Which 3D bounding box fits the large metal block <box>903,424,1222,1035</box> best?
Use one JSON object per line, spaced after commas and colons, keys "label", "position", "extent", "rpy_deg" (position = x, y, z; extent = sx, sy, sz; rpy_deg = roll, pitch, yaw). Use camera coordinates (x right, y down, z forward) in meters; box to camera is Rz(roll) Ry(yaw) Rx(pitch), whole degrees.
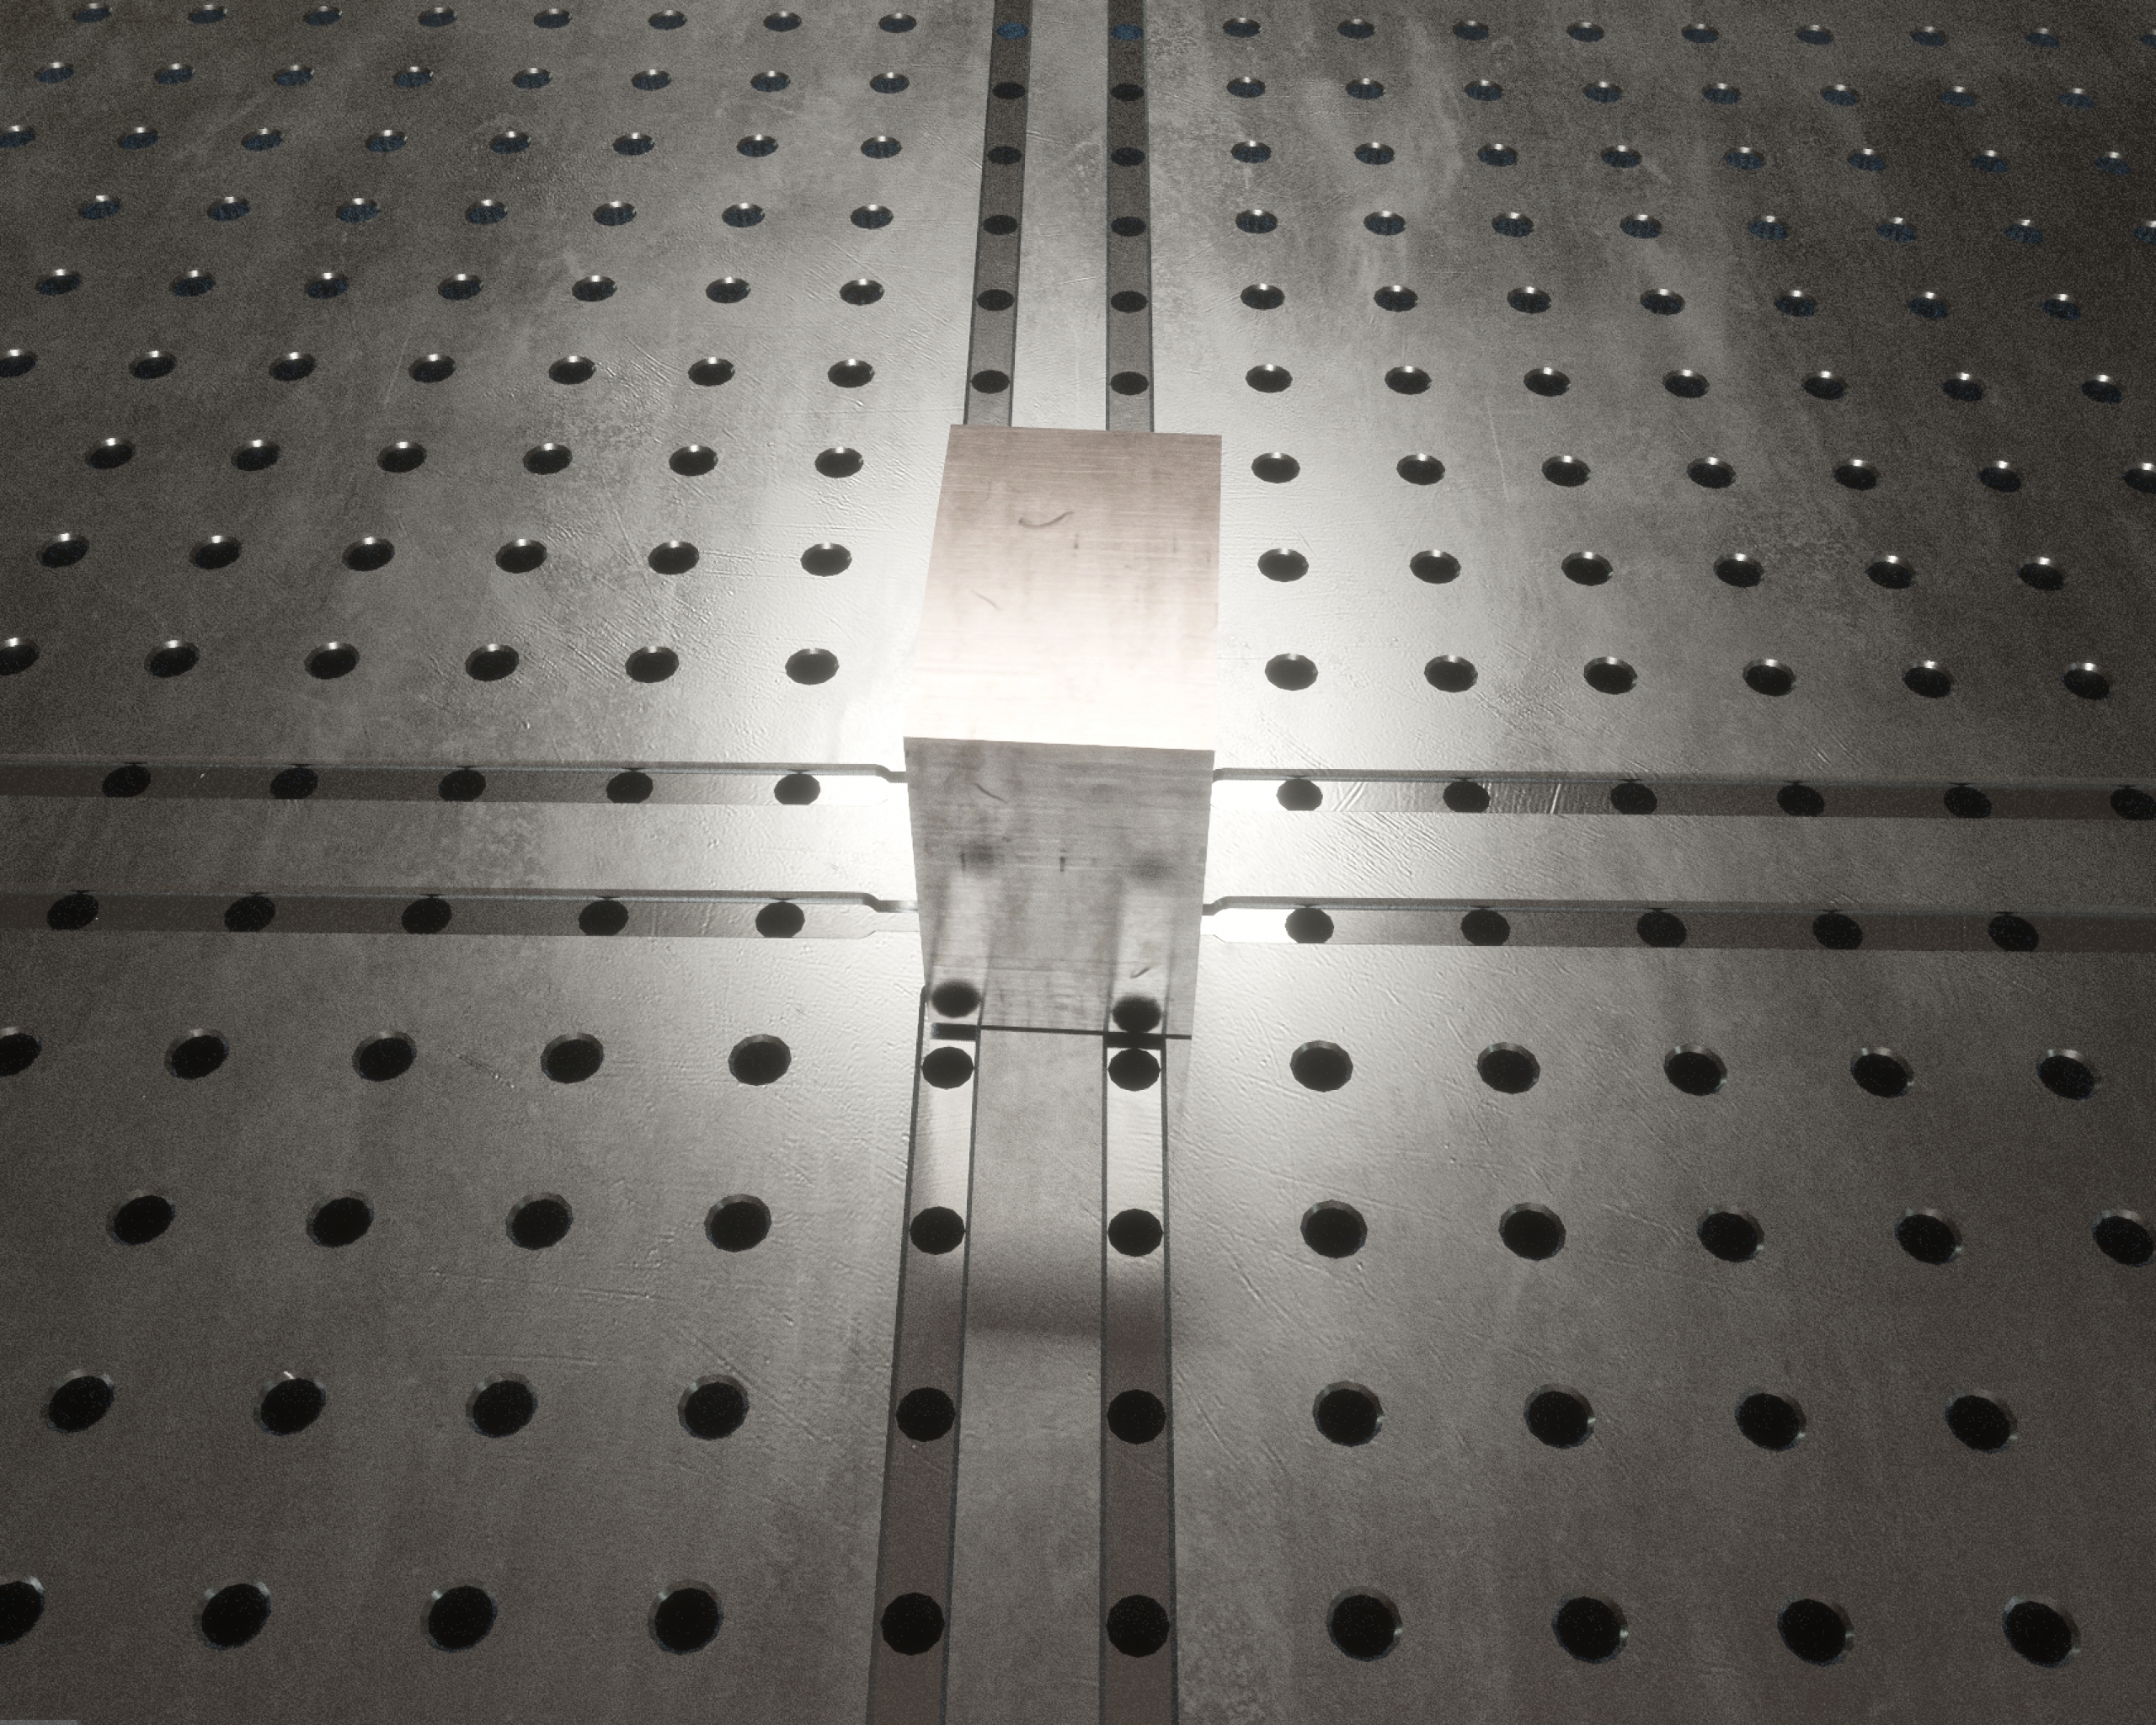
{"label": "large metal block", "position": [-0.001, -0.024, 0.391], "extent": [0.050, 0.080, 0.080], "rpy_deg": [3, 50, 2]}
